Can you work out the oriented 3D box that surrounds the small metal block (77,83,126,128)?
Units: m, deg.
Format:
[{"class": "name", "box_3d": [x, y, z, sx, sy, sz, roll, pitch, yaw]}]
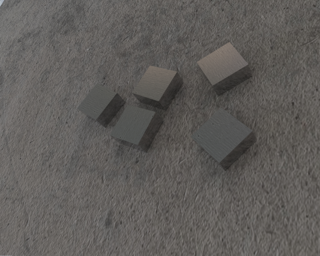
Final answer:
[{"class": "small metal block", "box_3d": [-0.090, -0.035, 0.472, 0.050, 0.025, 0.050, 28, 77, 37]}]

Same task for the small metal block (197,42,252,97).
[{"class": "small metal block", "box_3d": [0.084, -0.077, 0.407, 0.050, 0.025, 0.050, -31, 52, 8]}]

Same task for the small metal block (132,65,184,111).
[{"class": "small metal block", "box_3d": [-0.003, -0.058, 0.441, 0.050, 0.025, 0.050, 21, 73, 35]}]

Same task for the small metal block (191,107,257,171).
[{"class": "small metal block", "box_3d": [0.073, 0.012, 0.358, 0.050, 0.025, 0.050, -44, 51, -2]}]

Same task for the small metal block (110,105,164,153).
[{"class": "small metal block", "box_3d": [-0.031, 0.000, 0.420, 0.050, 0.025, 0.050, 16, 70, 34]}]
